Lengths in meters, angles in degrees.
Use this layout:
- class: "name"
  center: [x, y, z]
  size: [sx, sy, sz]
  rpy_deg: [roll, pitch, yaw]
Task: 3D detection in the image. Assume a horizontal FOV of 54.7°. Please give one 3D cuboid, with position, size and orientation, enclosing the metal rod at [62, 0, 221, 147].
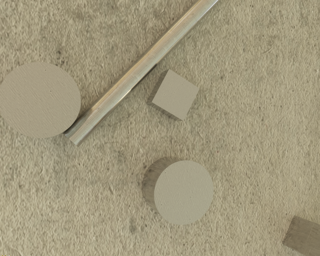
- class: "metal rod"
  center: [-0.009, -0.093, 0.406]
  size: [0.025, 0.025, 0.301]
  rpy_deg: [46, 76, -15]

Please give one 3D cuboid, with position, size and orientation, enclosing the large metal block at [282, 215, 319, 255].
- class: "large metal block"
  center: [0.254, 0.184, 0.476]
  size: [0.080, 0.080, 0.050]
  rpy_deg: [31, 80, -18]

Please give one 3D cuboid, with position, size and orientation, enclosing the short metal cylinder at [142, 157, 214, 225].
- class: "short metal cylinder"
  center: [0.022, 0.079, 0.405]
  size: [0.081, 0.050, 0.079]
  rpy_deg: [0, 90, -21]

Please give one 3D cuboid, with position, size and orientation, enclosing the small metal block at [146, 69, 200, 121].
- class: "small metal block"
  center: [0.017, -0.043, 0.416]
  size: [0.050, 0.025, 0.050]
  rpy_deg: [30, 80, -18]

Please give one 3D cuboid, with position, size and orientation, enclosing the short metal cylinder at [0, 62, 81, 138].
- class: "short metal cylinder"
  center: [-0.133, -0.029, 0.347]
  size: [0.081, 0.050, 0.079]
  rpy_deg: [0, 90, -21]
